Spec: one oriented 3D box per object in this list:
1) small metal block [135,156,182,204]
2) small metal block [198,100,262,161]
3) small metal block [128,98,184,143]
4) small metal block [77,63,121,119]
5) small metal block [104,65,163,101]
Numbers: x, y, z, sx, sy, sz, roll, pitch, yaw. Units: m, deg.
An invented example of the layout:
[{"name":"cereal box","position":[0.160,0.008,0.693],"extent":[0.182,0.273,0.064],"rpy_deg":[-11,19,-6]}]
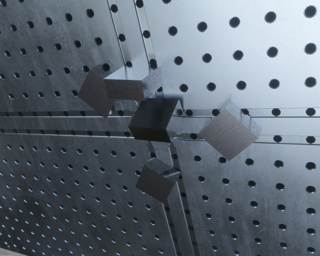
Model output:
[{"name":"small metal block","position":[-0.003,0.077,0.459],"extent":[0.050,0.025,0.050],"rpy_deg":[29,128,9]},{"name":"small metal block","position":[0.083,0.003,0.369],"extent":[0.050,0.025,0.050],"rpy_deg":[41,129,-1]},{"name":"small metal block","position":[-0.004,-0.011,0.386],"extent":[0.050,0.050,0.025],"rpy_deg":[5,140,25]},{"name":"small metal block","position":[-0.077,-0.050,0.419],"extent":[0.050,0.025,0.050],"rpy_deg":[39,129,1]},{"name":"small metal block","position":[-0.031,-0.056,0.375],"extent":[0.050,0.050,0.025],"rpy_deg":[6,121,25]}]
